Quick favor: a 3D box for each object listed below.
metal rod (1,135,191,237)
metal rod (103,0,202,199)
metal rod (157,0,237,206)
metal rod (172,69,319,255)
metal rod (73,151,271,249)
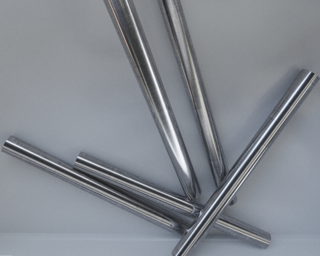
[{"bbox_3d":[-0.076,0.092,0.444,0.301,0.025,0.025,29,107,-11],"label":"metal rod"},{"bbox_3d":[0.002,-0.018,0.360,0.025,0.025,0.299,-18,126,6],"label":"metal rod"},{"bbox_3d":[0.053,-0.027,0.402,0.025,0.025,0.298,-18,110,6],"label":"metal rod"},{"bbox_3d":[0.108,0.056,0.410,0.025,0.025,0.299,32,98,-11],"label":"metal rod"},{"bbox_3d":[0.022,0.106,0.444,0.301,0.025,0.025,25,108,-7],"label":"metal rod"}]
